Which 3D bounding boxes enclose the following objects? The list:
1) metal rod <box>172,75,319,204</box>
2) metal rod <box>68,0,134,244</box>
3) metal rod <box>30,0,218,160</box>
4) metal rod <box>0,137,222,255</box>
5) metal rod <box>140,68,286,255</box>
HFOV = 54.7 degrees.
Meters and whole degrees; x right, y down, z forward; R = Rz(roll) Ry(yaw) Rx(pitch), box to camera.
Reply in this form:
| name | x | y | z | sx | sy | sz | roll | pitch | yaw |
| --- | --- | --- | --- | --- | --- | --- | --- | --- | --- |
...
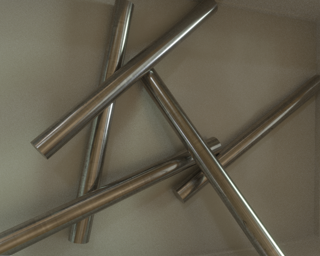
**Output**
| name | x | y | z | sx | sy | sz | roll | pitch | yaw |
| --- | --- | --- | --- | --- | --- | --- | --- | --- | --- |
| metal rod | 0.142 | 0.008 | 0.462 | 0.301 | 0.025 | 0.025 | -36 | 102 | -17 |
| metal rod | -0.072 | -0.011 | 0.383 | 0.025 | 0.025 | 0.298 | 12 | 86 | -20 |
| metal rod | -0.027 | -0.074 | 0.378 | 0.301 | 0.025 | 0.025 | -45 | 104 | -23 |
| metal rod | -0.046 | 0.074 | 0.371 | 0.302 | 0.025 | 0.025 | -22 | 98 | -27 |
| metal rod | 0.064 | 0.050 | 0.381 | 0.025 | 0.025 | 0.299 | -31 | 81 | -17 |
